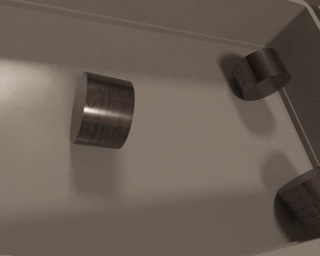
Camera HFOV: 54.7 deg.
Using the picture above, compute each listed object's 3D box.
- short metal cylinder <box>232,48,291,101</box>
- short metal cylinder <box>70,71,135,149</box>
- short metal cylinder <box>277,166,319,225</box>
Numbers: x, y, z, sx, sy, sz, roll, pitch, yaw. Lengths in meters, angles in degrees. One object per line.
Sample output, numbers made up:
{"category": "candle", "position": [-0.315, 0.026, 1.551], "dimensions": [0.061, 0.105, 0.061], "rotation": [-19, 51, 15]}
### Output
{"category": "short metal cylinder", "position": [0.168, -0.087, 0.517], "dimensions": [0.081, 0.080, 0.050], "rotation": [-6, 65, -31]}
{"category": "short metal cylinder", "position": [-0.066, -0.019, 0.347], "dimensions": [0.050, 0.080, 0.080], "rotation": [10, 58, -24]}
{"category": "short metal cylinder", "position": [0.214, 0.092, 0.432], "dimensions": [0.081, 0.080, 0.050], "rotation": [-22, 74, -36]}
